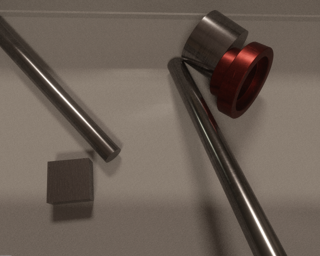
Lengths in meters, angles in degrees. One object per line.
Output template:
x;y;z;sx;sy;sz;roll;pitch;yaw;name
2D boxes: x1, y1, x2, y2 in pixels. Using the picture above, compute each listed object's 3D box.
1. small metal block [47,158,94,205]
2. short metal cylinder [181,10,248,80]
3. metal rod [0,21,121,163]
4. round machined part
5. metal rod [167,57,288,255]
-0.110;0.066;0.384;0.050;0.025;0.050;-5;70;-2;small metal block
0.074;-0.111;0.422;0.050;0.080;0.080;39;74;13;short metal cylinder
-0.163;-0.067;0.431;0.025;0.025;0.300;-42;76;-14;metal rod
0.100;-0.064;0.398;0.042;0.098;0.098;33;73;26;round machined part
0.060;0.015;0.346;0.025;0.025;0.300;-14;48;-6;metal rod
